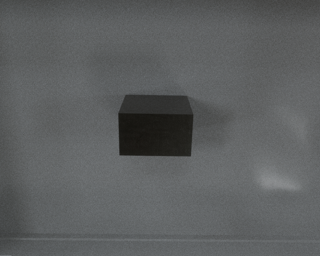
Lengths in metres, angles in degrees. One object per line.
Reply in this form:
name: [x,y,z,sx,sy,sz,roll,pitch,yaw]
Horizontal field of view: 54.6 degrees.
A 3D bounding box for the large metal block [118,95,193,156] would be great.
large metal block: [-0.005,-0.006,0.377,0.080,0.080,0.050,1,110,-1]
